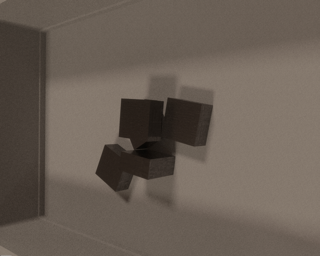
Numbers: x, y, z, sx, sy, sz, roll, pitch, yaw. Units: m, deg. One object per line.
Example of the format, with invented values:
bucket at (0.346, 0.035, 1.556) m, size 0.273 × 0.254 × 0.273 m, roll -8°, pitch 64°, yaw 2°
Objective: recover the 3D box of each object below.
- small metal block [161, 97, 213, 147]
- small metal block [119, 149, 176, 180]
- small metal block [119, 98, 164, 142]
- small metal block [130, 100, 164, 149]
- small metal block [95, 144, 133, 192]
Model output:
small metal block at (0.032, -0.008, 0.378) m, size 0.050 × 0.025 × 0.050 m, roll 15°, pitch 100°, yaw 38°
small metal block at (-0.016, 0.046, 0.402) m, size 0.050 × 0.050 × 0.025 m, roll 11°, pitch 97°, yaw 39°
small metal block at (-0.024, -0.011, 0.392) m, size 0.050 × 0.025 × 0.050 m, roll 7°, pitch 94°, yaw 39°
small metal block at (-0.019, -0.004, 0.421) m, size 0.050 × 0.025 × 0.050 m, roll -36°, pitch 68°, yaw 34°
small metal block at (-0.064, 0.058, 0.457) m, size 0.050 × 0.025 × 0.050 m, roll 32°, pitch 110°, yaw 35°
